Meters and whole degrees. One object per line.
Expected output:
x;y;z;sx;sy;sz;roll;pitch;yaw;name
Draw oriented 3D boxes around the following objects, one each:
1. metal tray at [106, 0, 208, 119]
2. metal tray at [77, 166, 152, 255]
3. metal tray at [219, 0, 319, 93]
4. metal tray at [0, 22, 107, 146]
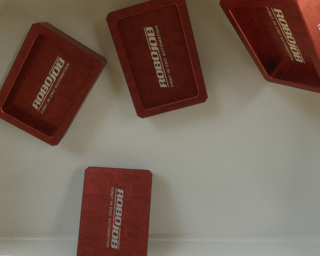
-0.001;-0.085;0.376;0.090;0.030;0.129;-15;110;5;metal tray
-0.059;0.120;0.420;0.091;0.030;0.129;4;81;-2;metal tray
0.129;-0.092;0.318;0.030;0.090;0.130;-52;127;-7;metal tray
-0.138;-0.052;0.387;0.090;0.030;0.129;31;107;-11;metal tray
